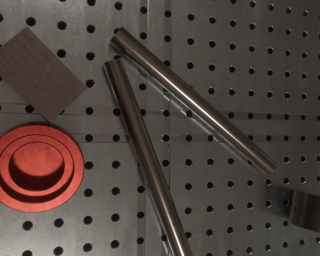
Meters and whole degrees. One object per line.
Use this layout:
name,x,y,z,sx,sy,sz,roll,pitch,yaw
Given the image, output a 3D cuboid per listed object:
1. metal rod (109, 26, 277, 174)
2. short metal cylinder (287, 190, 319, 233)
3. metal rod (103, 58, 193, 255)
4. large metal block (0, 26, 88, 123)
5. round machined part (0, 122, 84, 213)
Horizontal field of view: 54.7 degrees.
metal rod,0.057,-0.029,0.434,0.301,0.025,0.025,39,78,-16
short metal cylinder,0.243,0.129,0.476,0.081,0.080,0.050,14,86,-20
metal rod,-0.011,0.055,0.409,0.025,0.025,0.298,-22,98,-19
large metal block,-0.131,-0.051,0.335,0.050,0.080,0.080,-47,105,-14
round machined part,-0.137,0.041,0.348,0.099,0.042,0.097,-3,101,-17
